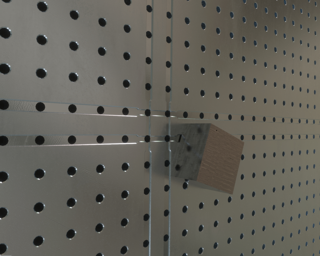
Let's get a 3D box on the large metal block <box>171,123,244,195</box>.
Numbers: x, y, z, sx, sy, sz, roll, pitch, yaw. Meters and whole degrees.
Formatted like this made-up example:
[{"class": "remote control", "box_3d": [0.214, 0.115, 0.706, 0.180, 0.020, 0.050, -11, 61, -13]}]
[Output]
[{"class": "large metal block", "box_3d": [0.071, 0.045, 0.451, 0.080, 0.050, 0.080, 26, 74, -37]}]
